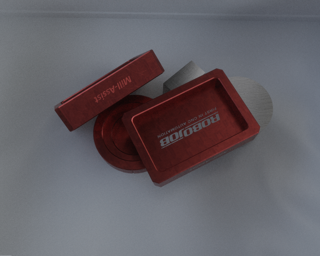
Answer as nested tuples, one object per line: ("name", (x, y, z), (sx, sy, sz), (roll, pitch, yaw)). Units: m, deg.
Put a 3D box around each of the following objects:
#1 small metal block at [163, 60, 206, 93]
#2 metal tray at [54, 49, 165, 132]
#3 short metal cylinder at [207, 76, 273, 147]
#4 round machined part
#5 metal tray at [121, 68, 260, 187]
("small metal block", (0.031, -0.055, 0.414), (0.050, 0.050, 0.025), (-41, 75, -15))
("metal tray", (-0.067, -0.048, 0.388), (0.131, 0.090, 0.030), (-35, 106, -13))
("short metal cylinder", (0.098, -0.020, 0.402), (0.081, 0.050, 0.080), (0, 70, 0))
("round machined part", (-0.032, 0.010, 0.396), (0.099, 0.042, 0.098), (0, 70, -1))
("metal tray", (0.034, -0.001, 0.356), (0.131, 0.030, 0.090), (-26, 71, -5))
